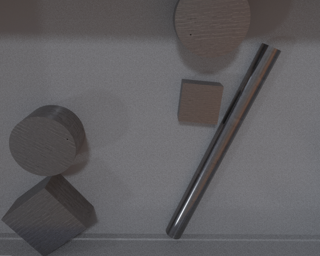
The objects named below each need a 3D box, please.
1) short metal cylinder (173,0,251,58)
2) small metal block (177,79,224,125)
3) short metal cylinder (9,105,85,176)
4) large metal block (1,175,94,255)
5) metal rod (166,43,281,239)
[{"bbox_3d":[0.056,-0.124,0.353,0.081,0.050,0.079,0,110,-1],"label":"short metal cylinder"},{"bbox_3d":[0.051,-0.034,0.400,0.050,0.025,0.050,5,110,-3],"label":"small metal block"},{"bbox_3d":[-0.144,0.015,0.402,0.081,0.050,0.079,0,110,-1],"label":"short metal cylinder"},{"bbox_3d":[-0.156,0.121,0.440,0.080,0.050,0.080,-36,107,12],"label":"large metal block"},{"bbox_3d":[0.078,0.031,0.423,0.025,0.025,0.298,21,109,-8],"label":"metal rod"}]
